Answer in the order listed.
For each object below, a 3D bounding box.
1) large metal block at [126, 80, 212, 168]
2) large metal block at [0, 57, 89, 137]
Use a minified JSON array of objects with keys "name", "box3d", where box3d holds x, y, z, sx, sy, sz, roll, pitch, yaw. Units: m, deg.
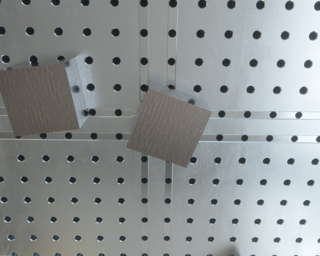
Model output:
[{"name":"large metal block","box3d":[0.010,-0.006,0.398,0.080,0.050,0.080,20,109,-7]},{"name":"large metal block","box3d":[-0.142,-0.040,0.384,0.080,0.050,0.080,-7,110,2]}]
